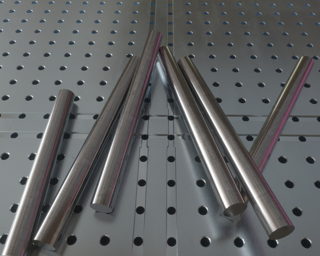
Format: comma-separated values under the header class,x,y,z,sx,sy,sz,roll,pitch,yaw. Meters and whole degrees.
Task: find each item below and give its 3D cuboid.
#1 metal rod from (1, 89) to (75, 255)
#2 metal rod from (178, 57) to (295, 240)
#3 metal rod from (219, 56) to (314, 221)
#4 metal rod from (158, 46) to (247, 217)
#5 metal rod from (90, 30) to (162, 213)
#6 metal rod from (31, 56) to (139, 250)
class,x,y,z,sx,sy,sz,roll,pitch,yaw
metal rod,-0.139,0.068,0.350,0.025,0.025,0.300,1,50,1
metal rod,0.075,-0.004,0.389,0.025,0.025,0.300,-11,44,-9
metal rod,0.154,-0.006,0.413,0.025,0.025,0.301,26,54,20
metal rod,0.040,-0.022,0.409,0.025,0.025,0.300,-10,46,-8
metal rod,-0.036,-0.032,0.422,0.025,0.025,0.300,8,54,7
metal rod,-0.077,0.006,0.402,0.025,0.025,0.300,12,51,10
